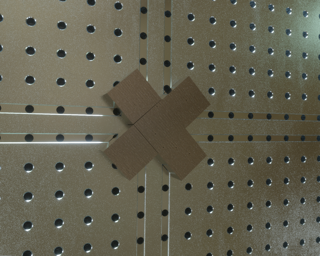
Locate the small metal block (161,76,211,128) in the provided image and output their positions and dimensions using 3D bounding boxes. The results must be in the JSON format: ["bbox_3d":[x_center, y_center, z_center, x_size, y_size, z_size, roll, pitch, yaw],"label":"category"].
[{"bbox_3d":[0.032,-0.035,0.425,0.050,0.025,0.050,-43,104,-15],"label":"small metal block"}]

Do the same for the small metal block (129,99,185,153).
[{"bbox_3d":[-0.004,-0.002,0.411,0.050,0.025,0.050,-43,104,-15],"label":"small metal block"}]

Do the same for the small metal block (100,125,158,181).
[{"bbox_3d":[-0.040,0.031,0.399,0.050,0.025,0.050,-43,104,-15],"label":"small metal block"}]

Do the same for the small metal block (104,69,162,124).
[{"bbox_3d":[-0.035,-0.040,0.400,0.050,0.025,0.050,-43,104,-15],"label":"small metal block"}]

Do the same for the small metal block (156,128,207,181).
[{"bbox_3d":[0.027,0.035,0.424,0.050,0.025,0.050,-43,104,-15],"label":"small metal block"}]
